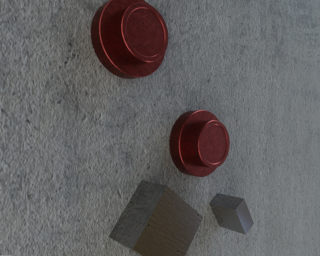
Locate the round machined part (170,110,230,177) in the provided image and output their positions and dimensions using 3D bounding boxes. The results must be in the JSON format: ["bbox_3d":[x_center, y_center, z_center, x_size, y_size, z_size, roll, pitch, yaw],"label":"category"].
[{"bbox_3d":[0.064,0.023,0.450,0.099,0.042,0.097,0,90,-40],"label":"round machined part"}]

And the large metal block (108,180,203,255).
[{"bbox_3d":[-0.003,0.124,0.389,0.080,0.050,0.080,46,63,-31],"label":"large metal block"}]

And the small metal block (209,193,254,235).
[{"bbox_3d":[0.112,0.134,0.486,0.025,0.050,0.050,-39,114,-33],"label":"small metal block"}]

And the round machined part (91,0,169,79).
[{"bbox_3d":[-0.028,-0.110,0.371,0.099,0.042,0.097,0,90,-40],"label":"round machined part"}]
